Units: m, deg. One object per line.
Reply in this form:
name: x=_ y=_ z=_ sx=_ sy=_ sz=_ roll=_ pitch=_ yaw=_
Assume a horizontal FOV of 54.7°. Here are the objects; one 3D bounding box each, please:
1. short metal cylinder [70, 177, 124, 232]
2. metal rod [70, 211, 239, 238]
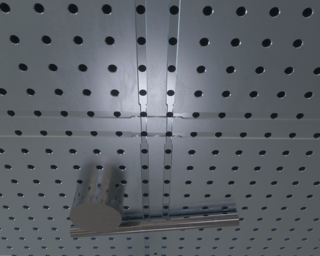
short metal cylinder: x=-0.100 y=0.124 z=0.500 sx=0.081 sy=0.050 sz=0.079 roll=0 pitch=130 yaw=0
metal rod: x=-0.012 y=0.175 z=0.560 sx=0.302 sy=0.025 sz=0.025 roll=-6 pitch=130 yaw=4
